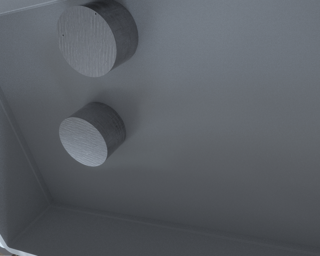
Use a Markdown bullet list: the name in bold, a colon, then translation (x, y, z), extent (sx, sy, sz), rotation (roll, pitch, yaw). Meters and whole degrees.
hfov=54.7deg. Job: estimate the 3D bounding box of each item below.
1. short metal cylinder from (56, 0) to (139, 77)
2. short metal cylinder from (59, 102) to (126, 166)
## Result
- **short metal cylinder**: translation (-0.073, -0.106, 0.365), extent (0.080, 0.050, 0.079), rotation (13, 124, 21)
- **short metal cylinder**: translation (-0.097, 0.009, 0.449), extent (0.080, 0.050, 0.079), rotation (13, 124, 21)
